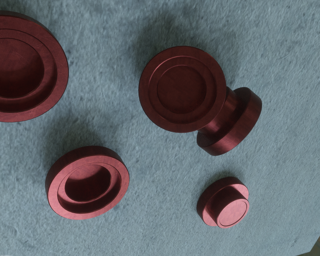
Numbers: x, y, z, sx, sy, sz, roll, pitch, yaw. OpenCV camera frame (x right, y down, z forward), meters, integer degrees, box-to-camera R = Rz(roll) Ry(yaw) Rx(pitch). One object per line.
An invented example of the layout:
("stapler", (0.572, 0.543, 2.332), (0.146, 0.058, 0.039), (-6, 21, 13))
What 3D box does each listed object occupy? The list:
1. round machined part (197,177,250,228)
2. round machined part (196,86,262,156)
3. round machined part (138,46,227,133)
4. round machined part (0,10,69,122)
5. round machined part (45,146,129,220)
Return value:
("round machined part", (0.118, 0.138, 0.549), (0.099, 0.042, 0.097), (-14, 125, -21))
("round machined part", (0.080, -0.016, 0.402), (0.042, 0.098, 0.098), (37, 98, -14))
("round machined part", (0.025, -0.046, 0.365), (0.099, 0.042, 0.097), (-1, 103, -2))
("round machined part", (-0.138, -0.058, 0.285), (0.099, 0.042, 0.097), (-14, 125, -21))
("round machined part", (-0.092, 0.063, 0.386), (0.099, 0.042, 0.097), (-14, 125, -21))
